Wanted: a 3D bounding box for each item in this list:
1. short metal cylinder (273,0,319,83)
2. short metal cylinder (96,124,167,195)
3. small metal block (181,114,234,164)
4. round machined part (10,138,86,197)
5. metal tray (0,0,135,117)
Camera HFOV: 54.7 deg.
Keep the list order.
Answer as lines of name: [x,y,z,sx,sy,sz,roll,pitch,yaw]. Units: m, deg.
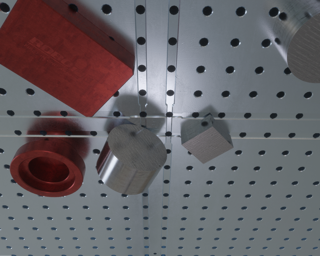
short metal cylinder: [0.164,-0.093,0.318,0.081,0.050,0.079,0,130,0]
short metal cylinder: [-0.038,0.041,0.410,0.081,0.080,0.050,18,128,-15]
small metal block: [0.064,0.017,0.427,0.050,0.025,0.050,-33,123,25]
round machined part: [-0.156,0.053,0.444,0.099,0.042,0.097,0,130,0]
metal tray: [-0.104,-0.078,0.341,0.130,0.030,0.090,34,122,-26]
